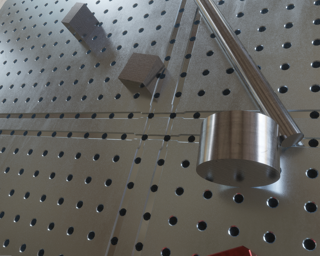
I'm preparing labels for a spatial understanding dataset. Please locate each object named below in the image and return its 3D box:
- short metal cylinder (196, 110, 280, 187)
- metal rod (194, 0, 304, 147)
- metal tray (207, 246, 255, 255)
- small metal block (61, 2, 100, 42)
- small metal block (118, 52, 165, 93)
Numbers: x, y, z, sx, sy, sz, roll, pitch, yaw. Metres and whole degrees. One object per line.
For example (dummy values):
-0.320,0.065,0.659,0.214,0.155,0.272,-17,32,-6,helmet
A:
0.080,0.024,0.316,0.080,0.080,0.050,-4,60,26,short metal cylinder
0.103,-0.101,0.416,0.025,0.025,0.299,-27,52,12,metal rod
0.035,0.171,0.281,0.130,0.030,0.090,-22,53,14,metal tray
-0.153,-0.204,0.598,0.025,0.050,0.050,22,74,36,small metal block
-0.028,-0.086,0.476,0.050,0.025,0.050,17,70,34,small metal block
